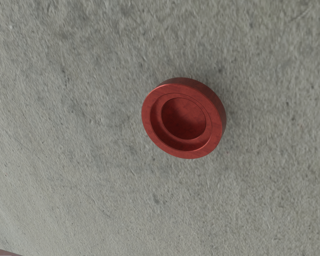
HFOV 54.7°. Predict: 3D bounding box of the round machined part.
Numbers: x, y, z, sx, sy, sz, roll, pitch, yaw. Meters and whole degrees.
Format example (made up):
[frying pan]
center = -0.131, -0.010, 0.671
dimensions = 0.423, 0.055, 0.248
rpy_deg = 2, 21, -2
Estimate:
[round machined part]
center = 0.031, -0.015, 0.369
dimensions = 0.098, 0.042, 0.097
rpy_deg = 13, 124, 20
